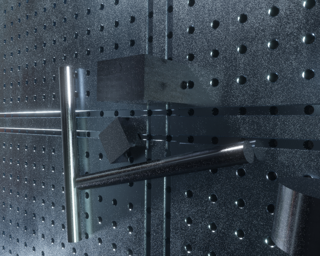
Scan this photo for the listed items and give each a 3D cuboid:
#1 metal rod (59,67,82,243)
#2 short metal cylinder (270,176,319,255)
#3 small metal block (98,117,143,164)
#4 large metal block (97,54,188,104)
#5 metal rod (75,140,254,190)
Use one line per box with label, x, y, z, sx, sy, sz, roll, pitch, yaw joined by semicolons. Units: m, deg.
metal rod;-0.156;0.043;0.538;0.025;0.025;0.298;-6;86;40
short metal cylinder;0.138;0.076;0.259;0.080;0.081;0.050;11;97;39
small metal block;-0.059;0.018;0.458;0.050;0.025;0.050;-39;66;33
large metal block;-0.022;-0.057;0.392;0.080;0.081;0.050;2;92;40
metal rod;-0.018;0.058;0.424;0.300;0.025;0.025;-16;80;38
